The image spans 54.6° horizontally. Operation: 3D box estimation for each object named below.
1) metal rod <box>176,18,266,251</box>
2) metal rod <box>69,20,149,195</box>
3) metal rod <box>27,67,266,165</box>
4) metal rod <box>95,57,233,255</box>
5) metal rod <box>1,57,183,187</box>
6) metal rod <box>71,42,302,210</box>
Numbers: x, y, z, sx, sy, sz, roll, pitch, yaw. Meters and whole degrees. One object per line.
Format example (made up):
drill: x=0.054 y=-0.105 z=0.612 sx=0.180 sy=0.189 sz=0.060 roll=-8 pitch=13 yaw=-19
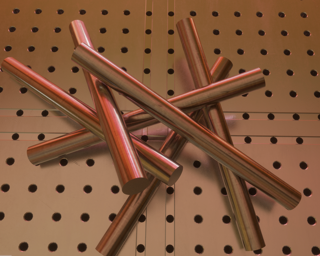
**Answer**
metal rod: x=0.072 y=-0.002 z=0.392 sx=0.025 sy=0.025 sz=0.299 roll=-14 pitch=78 yaw=-5
metal rod: x=-0.073 y=-0.050 z=0.371 sx=0.025 sy=0.025 sz=0.300 roll=-21 pitch=49 yaw=-7
metal rod: x=-0.022 y=-0.012 z=0.383 sx=0.301 sy=0.025 sz=0.025 roll=-19 pitch=71 yaw=6
metal rod: x=0.015 y=0.026 z=0.402 sx=0.025 sy=0.025 sz=0.300 roll=30 pitch=73 yaw=10
metal rod: x=-0.100 y=-0.021 z=0.379 sx=0.300 sy=0.025 sz=0.025 roll=31 pitch=72 yaw=26
metal rod: x=0.031 y=-0.001 z=0.355 sx=0.301 sy=0.025 sz=0.025 roll=35 pitch=73 yaw=-2
